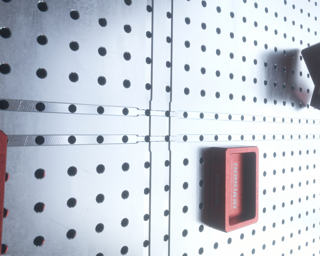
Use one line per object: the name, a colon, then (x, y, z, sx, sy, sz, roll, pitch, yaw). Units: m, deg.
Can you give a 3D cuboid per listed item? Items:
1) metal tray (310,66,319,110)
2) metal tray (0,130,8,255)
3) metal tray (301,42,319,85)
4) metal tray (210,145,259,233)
metal tray: (0.379, -0.109, 0.672, 0.091, 0.030, 0.129, -26, 132, -24)
metal tray: (-0.181, 0.065, 0.253, 0.091, 0.030, 0.129, 4, 88, -40)
metal tray: (0.362, -0.121, 0.647, 0.030, 0.090, 0.130, -28, 96, -24)
metal tray: (0.123, 0.095, 0.507, 0.091, 0.030, 0.129, 0, 90, -40)
